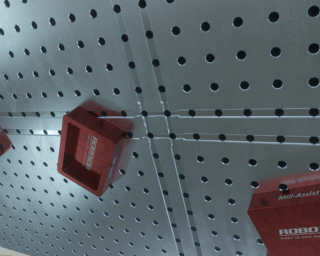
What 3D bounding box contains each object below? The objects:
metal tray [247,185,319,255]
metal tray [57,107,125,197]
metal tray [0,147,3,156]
[{"bbox_3d":[0.187,0.118,0.382,0.130,0.030,0.090,-20,108,35],"label":"metal tray"},{"bbox_3d":[-0.114,0.041,0.493,0.090,0.030,0.129,28,128,10],"label":"metal tray"},{"bbox_3d":[-0.383,0.013,0.618,0.090,0.030,0.130,-14,111,34],"label":"metal tray"}]
